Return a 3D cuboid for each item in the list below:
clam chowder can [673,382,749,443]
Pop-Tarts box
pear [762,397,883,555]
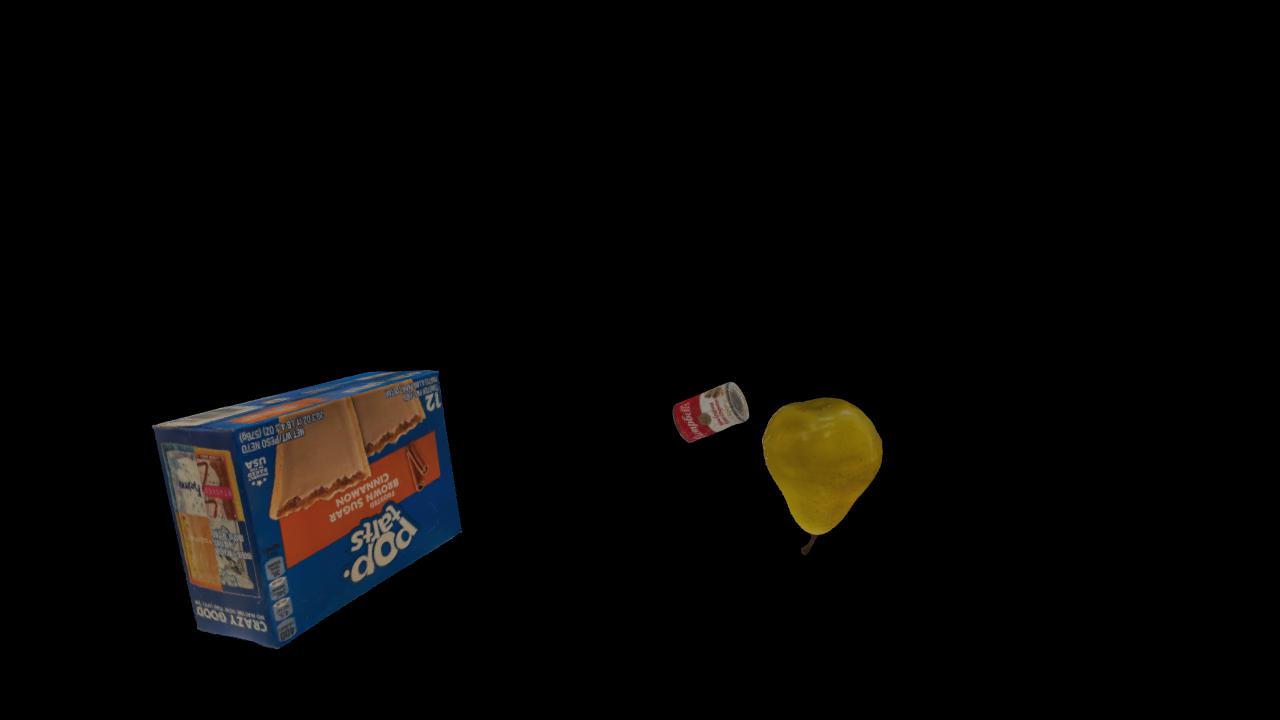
[{"bbox_3d":[0.112,0.082,0.969,0.102,0.068,0.068,-25,-12,26],"label":"clam chowder can"},{"bbox_3d":[-0.223,0.092,0.444,0.083,0.141,0.167,0,10,26],"label":"Pop-Tarts box"},{"bbox_3d":[0.129,0.085,0.431,0.080,0.111,0.080,-9,9,2],"label":"pear"}]
